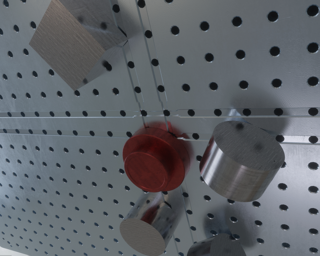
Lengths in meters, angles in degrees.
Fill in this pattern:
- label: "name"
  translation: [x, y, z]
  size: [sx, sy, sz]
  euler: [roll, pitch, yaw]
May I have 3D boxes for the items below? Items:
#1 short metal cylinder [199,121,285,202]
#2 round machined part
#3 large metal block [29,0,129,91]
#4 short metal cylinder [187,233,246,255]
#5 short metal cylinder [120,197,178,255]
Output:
- label: "short metal cylinder"
  translation: [0.091, 0.036, 0.350]
  size: [0.080, 0.080, 0.050]
  euler: [26, 128, 12]
- label: "round machined part"
  translation: [-0.011, 0.052, 0.438]
  size: [0.098, 0.042, 0.097]
  euler: [13, 124, 21]
- label: "large metal block"
  translation: [-0.101, -0.107, 0.382]
  size: [0.080, 0.050, 0.080]
  euler: [47, 129, -5]
- label: "short metal cylinder"
  translation: [0.085, 0.203, 0.456]
  size: [0.080, 0.080, 0.050]
  euler: [47, 129, -5]
- label: "short metal cylinder"
  translation: [-0.018, 0.160, 0.503]
  size: [0.080, 0.050, 0.079]
  euler: [13, 124, 21]
